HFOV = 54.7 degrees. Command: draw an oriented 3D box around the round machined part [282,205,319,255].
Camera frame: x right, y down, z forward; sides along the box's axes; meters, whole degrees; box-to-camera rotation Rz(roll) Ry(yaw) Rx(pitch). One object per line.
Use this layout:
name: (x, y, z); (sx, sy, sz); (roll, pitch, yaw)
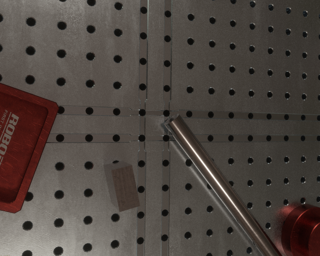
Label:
round machined part: (0.250, 0.177, 0.499); (0.099, 0.042, 0.097); (0, 90, -21)

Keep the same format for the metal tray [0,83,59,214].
metal tray: (-0.178, 0.019, 0.344); (0.091, 0.030, 0.129); (21, 83, -19)

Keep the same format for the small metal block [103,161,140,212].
small metal block: (-0.048, 0.070, 0.382); (0.025, 0.050, 0.050); (-12, 95, -20)

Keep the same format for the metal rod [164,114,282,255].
metal rod: (0.104, 0.105, 0.452); (0.025, 0.025, 0.299); (-41, 103, -16)
